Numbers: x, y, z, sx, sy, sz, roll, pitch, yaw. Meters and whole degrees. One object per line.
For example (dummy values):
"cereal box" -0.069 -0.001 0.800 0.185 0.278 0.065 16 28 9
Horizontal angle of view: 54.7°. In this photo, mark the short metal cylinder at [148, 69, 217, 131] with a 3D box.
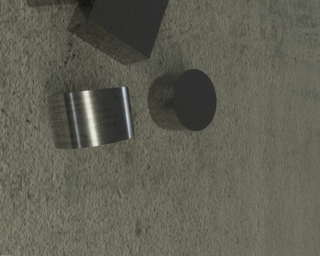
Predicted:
"short metal cylinder" 0.030 -0.036 0.416 0.081 0.050 0.079 0 90 -40

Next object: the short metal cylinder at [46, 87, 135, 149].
"short metal cylinder" -0.069 -0.012 0.313 0.081 0.080 0.050 -13 98 -40

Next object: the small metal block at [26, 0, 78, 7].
"small metal block" -0.112 -0.153 0.312 0.050 0.025 0.050 -24 105 -38

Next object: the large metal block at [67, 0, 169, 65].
"large metal block" -0.045 -0.129 0.352 0.080 0.050 0.080 27 73 -37
